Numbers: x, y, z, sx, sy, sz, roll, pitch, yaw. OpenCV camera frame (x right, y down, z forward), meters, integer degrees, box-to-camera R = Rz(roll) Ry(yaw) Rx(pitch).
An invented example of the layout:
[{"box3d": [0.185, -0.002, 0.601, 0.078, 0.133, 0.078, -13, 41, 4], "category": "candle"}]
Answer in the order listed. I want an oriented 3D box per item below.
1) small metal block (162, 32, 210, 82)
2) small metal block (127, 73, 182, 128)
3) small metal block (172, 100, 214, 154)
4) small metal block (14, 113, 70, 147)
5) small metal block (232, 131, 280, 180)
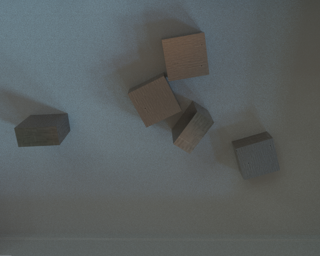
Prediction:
[{"box3d": [0.031, -0.088, 0.379, 0.050, 0.025, 0.050, -9, 110, 3], "category": "small metal block"}, {"box3d": [-0.006, -0.036, 0.398, 0.050, 0.025, 0.050, -25, 109, 8], "category": "small metal block"}, {"box3d": [0.041, -0.002, 0.398, 0.025, 0.050, 0.050, 32, 107, -11], "category": "small metal block"}, {"box3d": [-0.148, 0.002, 0.397, 0.050, 0.050, 0.025, -3, 110, 0], "category": "small metal block"}, {"box3d": [0.132, 0.038, 0.427, 0.050, 0.025, 0.050, -17, 110, 5], "category": "small metal block"}]
